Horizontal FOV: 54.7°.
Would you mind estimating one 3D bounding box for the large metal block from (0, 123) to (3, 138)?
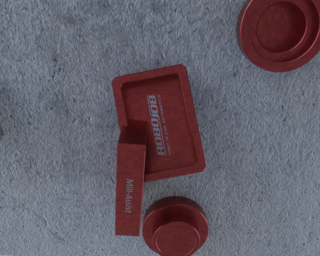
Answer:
[{"bbox_3d":[-0.257,-0.016,0.387,0.081,0.050,0.079,-3,110,0],"label":"large metal block"}]

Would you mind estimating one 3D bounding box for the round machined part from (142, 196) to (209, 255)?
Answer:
[{"bbox_3d":[0.023,0.154,0.458,0.099,0.042,0.097,0,110,-1],"label":"round machined part"}]

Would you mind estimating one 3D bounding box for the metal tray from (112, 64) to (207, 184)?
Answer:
[{"bbox_3d":[-0.001,-0.004,0.376,0.091,0.030,0.129,-11,83,2],"label":"metal tray"}]

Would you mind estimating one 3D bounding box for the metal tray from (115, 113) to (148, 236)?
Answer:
[{"bbox_3d":[-0.035,0.057,0.389,0.030,0.090,0.129,4,116,-2],"label":"metal tray"}]

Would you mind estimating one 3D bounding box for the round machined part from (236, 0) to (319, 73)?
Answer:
[{"bbox_3d":[0.137,-0.117,0.360,0.099,0.042,0.097,0,110,-1],"label":"round machined part"}]
